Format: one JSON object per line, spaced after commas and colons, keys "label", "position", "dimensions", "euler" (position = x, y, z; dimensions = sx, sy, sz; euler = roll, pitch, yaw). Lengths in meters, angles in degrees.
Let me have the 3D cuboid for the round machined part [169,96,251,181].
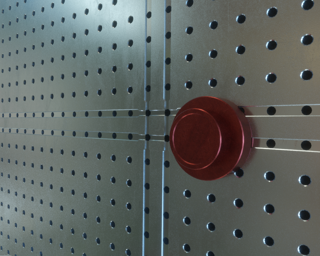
{"label": "round machined part", "position": [0.050, 0.012, 0.356], "dimensions": [0.098, 0.042, 0.097], "euler": [0, 90, 39]}
